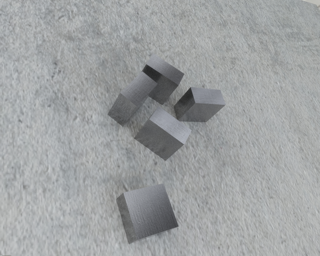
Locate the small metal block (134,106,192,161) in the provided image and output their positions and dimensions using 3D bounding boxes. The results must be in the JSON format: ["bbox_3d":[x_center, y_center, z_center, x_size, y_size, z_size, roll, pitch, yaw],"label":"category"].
[{"bbox_3d":[0.003,0.008,0.386,0.050,0.050,0.025,36,51,-5],"label":"small metal block"}]

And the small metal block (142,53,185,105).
[{"bbox_3d":[-0.003,-0.066,0.428,0.050,0.050,0.025,32,51,-8],"label":"small metal block"}]

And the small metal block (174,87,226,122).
[{"bbox_3d":[0.055,-0.032,0.439,0.050,0.050,0.025,1,62,-28],"label":"small metal block"}]

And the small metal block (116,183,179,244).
[{"bbox_3d":[-0.015,0.093,0.340,0.050,0.025,0.050,-7,65,-32],"label":"small metal block"}]

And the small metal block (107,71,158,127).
[{"bbox_3d":[-0.035,-0.036,0.393,0.025,0.050,0.050,39,51,-2],"label":"small metal block"}]
